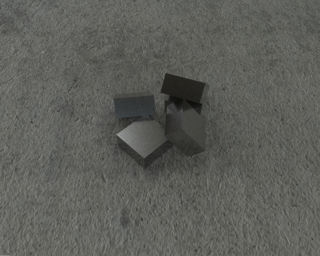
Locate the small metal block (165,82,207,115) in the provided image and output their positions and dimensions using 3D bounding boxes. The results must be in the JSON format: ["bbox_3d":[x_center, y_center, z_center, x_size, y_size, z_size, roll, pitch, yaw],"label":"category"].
[{"bbox_3d":[0.037,-0.044,0.442,0.050,0.025,0.050,11,51,8],"label":"small metal block"}]

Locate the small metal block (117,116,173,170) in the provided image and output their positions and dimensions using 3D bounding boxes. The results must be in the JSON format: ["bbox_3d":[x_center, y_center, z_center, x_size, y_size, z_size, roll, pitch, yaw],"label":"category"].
[{"bbox_3d":[-0.018,0.016,0.391,0.050,0.025,0.050,38,59,27],"label":"small metal block"}]

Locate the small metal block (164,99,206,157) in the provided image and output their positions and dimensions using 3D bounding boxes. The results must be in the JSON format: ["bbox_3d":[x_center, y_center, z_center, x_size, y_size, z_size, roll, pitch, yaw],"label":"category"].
[{"bbox_3d":[0.032,0.000,0.386,0.025,0.050,0.050,-24,41,31],"label":"small metal block"}]

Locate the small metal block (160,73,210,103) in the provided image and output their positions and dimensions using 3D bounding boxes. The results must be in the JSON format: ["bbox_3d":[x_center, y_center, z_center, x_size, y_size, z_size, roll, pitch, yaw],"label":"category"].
[{"bbox_3d":[0.034,-0.050,0.397,0.050,0.025,0.050,17,9,13],"label":"small metal block"}]

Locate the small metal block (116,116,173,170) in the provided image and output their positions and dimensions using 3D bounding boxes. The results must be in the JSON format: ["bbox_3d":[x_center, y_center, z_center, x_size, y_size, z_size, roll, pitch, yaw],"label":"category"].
[{"bbox_3d":[-0.018,0.016,0.391,0.050,0.025,0.050,37,59,27],"label":"small metal block"}]

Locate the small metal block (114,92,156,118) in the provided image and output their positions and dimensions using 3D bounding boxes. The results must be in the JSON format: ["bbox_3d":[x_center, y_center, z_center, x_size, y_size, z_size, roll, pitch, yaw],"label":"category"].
[{"bbox_3d":[-0.034,-0.032,0.415,0.050,0.025,0.050,-6,13,-6],"label":"small metal block"}]
